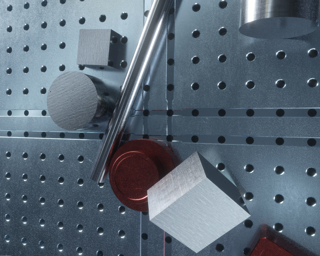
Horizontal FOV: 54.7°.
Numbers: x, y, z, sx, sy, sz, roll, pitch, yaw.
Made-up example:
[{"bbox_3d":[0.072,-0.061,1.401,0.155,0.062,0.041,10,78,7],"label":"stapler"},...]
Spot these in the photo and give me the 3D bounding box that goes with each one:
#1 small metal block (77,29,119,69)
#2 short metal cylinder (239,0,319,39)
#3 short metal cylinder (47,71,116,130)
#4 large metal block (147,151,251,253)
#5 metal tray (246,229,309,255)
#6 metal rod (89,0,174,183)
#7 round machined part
[{"bbox_3d":[-0.089,-0.113,0.444,0.050,0.025,0.050,6,92,19],"label":"small metal block"},{"bbox_3d":[0.129,-0.133,0.338,0.080,0.080,0.050,4,91,20],"label":"short metal cylinder"},{"bbox_3d":[-0.110,-0.037,0.438,0.080,0.050,0.079,0,90,20],"label":"short metal cylinder"},{"bbox_3d":[0.043,0.088,0.364,0.080,0.050,0.080,-41,115,15],"label":"large metal block"},{"bbox_3d":[0.129,0.200,0.364,0.090,0.030,0.129,30,100,17],"label":"metal tray"},{"bbox_3d":[-0.036,-0.065,0.425,0.025,0.025,0.298,24,98,18],"label":"metal rod"},{"bbox_3d":[-0.025,0.063,0.412,0.098,0.042,0.097,0,90,20],"label":"round machined part"}]
